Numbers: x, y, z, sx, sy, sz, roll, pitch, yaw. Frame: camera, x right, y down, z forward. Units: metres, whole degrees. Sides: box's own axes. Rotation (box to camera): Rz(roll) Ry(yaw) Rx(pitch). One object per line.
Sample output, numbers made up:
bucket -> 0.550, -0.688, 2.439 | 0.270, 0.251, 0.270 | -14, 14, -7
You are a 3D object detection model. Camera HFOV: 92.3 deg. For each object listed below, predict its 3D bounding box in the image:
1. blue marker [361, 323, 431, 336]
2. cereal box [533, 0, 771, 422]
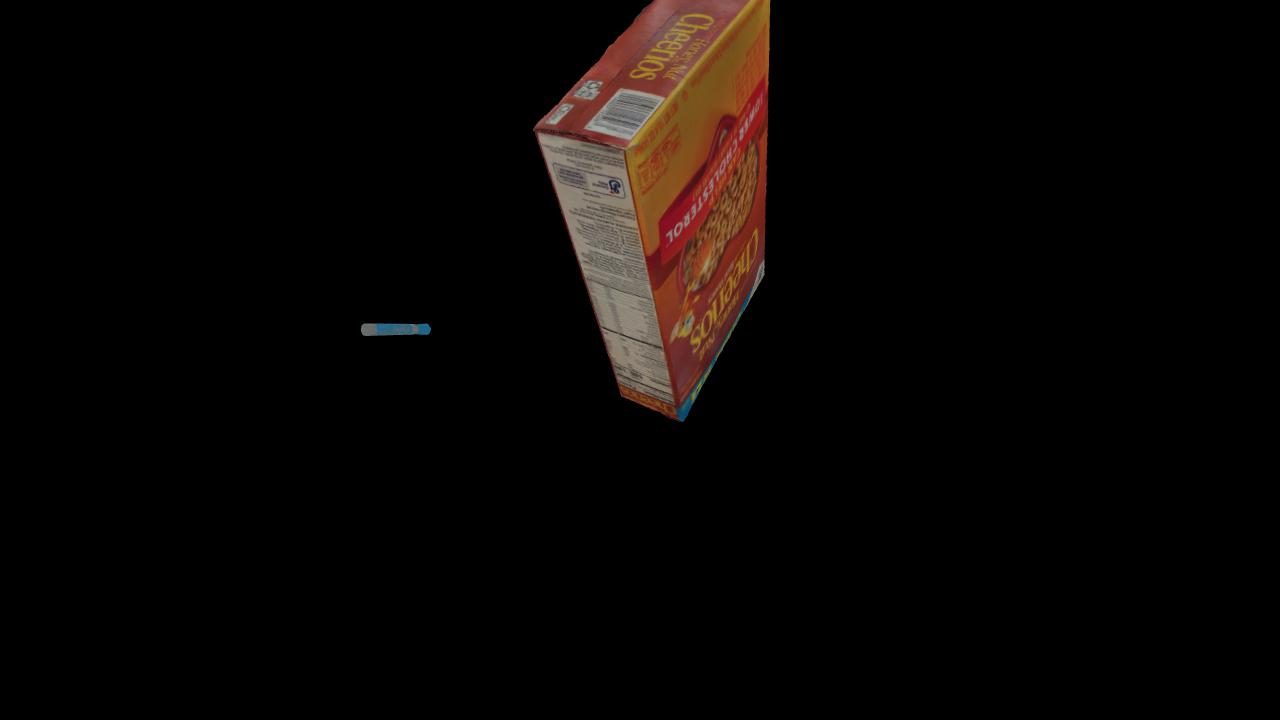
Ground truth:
blue marker -> -0.376, -0.047, 0.958 | 0.020, 0.020, 0.121 | 0, 3, 29
cereal box -> 0.037, -0.112, 0.507 | 0.081, 0.203, 0.306 | 20, -29, 24
